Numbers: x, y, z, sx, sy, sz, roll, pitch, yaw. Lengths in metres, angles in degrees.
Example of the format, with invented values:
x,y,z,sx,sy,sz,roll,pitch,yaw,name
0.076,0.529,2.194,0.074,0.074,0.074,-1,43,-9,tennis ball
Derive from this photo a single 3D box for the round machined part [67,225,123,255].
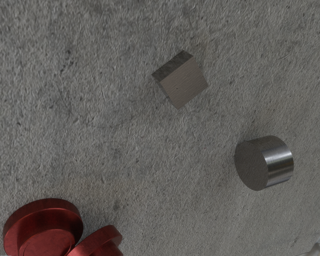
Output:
x,y,z,sx,sy,sz,roll,pitch,yaw,name
-0.091,0.188,0.437,0.098,0.042,0.098,-38,157,-20,round machined part

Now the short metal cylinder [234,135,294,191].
x,y,z,sx,sy,sz,roll,pitch,yaw,name
0.165,0.056,0.499,0.050,0.080,0.079,-12,124,-22,short metal cylinder

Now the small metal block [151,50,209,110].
x,y,z,sx,sy,sz,roll,pitch,yaw,name
0.026,-0.059,0.386,0.050,0.025,0.050,-38,130,-3,small metal block

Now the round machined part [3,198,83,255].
x,y,z,sx,sy,sz,roll,pitch,yaw,name
-0.149,0.143,0.404,0.099,0.042,0.097,-14,125,-21,round machined part
